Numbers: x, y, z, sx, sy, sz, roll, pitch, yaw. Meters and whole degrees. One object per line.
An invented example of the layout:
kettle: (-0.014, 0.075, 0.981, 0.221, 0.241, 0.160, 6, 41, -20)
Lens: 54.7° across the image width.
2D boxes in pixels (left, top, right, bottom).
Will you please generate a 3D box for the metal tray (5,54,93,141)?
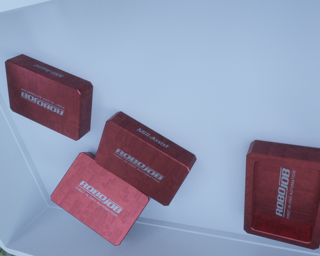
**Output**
metal tray: (-0.166, -0.045, 0.462, 0.130, 0.030, 0.089, 23, 127, 13)

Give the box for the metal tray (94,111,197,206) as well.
metal tray: (-0.024, 0.045, 0.445, 0.130, 0.030, 0.089, 31, 128, 8)

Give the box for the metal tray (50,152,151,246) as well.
metal tray: (-0.091, 0.108, 0.486, 0.130, 0.030, 0.090, 33, 89, 6)

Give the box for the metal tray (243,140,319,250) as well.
metal tray: (0.152, 0.082, 0.375, 0.090, 0.030, 0.129, 7, 122, 24)
